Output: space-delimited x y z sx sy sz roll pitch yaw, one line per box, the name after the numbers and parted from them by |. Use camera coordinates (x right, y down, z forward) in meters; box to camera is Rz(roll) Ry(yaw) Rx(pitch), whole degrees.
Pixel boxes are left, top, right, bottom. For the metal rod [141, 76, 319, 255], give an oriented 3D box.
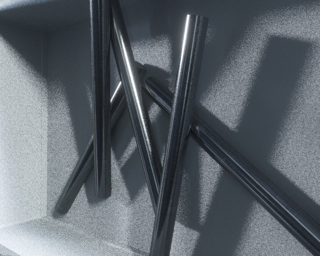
0.076 0.033 0.344 0.300 0.025 0.025 46 117 30 | metal rod

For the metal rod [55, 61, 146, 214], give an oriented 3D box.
-0.103 0.028 0.491 0.025 0.025 0.298 46 118 30 | metal rod

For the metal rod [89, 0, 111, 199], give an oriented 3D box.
-0.081 -0.036 0.429 0.025 0.025 0.298 20 117 38 | metal rod

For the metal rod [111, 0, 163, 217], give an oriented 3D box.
-0.031 -0.032 0.408 0.025 0.025 0.298 -16 87 39 | metal rod

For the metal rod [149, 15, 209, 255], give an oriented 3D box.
0.019 0.026 0.359 0.025 0.025 0.298 18 105 38 | metal rod
